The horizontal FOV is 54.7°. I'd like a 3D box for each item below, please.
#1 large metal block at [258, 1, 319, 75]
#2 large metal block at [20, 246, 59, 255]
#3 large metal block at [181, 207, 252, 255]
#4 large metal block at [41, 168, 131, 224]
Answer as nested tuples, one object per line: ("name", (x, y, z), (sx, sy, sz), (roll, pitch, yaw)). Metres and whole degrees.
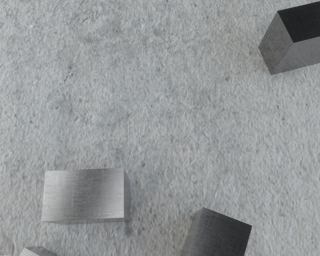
("large metal block", (0.194, -0.123, 0.426), (0.081, 0.080, 0.050), (-15, 71, -6))
("large metal block", (-0.122, 0.182, 0.327), (0.080, 0.050, 0.080), (25, 72, 8))
("large metal block", (0.052, 0.135, 0.330), (0.050, 0.080, 0.080), (20, 71, 7))
("large metal block", (-0.077, 0.080, 0.349), (0.081, 0.080, 0.050), (-2, 70, -1))
